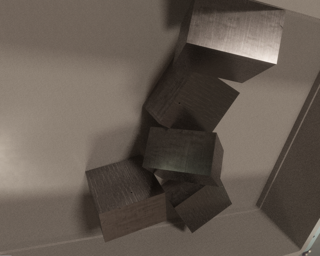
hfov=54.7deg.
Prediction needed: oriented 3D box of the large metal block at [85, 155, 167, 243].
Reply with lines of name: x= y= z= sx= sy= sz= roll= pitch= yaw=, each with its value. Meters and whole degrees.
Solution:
large metal block: x=-0.045 y=0.088 z=0.402 sx=0.081 sy=0.080 sz=0.050 roll=-15 pitch=125 yaw=-17

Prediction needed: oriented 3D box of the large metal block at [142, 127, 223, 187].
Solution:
large metal block: x=0.033 y=0.038 z=0.392 sx=0.080 sy=0.080 sz=0.050 roll=49 pitch=49 yaw=-65

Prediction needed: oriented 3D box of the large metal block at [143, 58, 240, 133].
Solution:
large metal block: x=0.039 y=-0.036 z=0.393 sx=0.080 sy=0.050 sz=0.080 roll=24 pitch=105 yaw=-37

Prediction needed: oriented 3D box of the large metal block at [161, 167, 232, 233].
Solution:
large metal block: x=0.058 y=0.107 z=0.493 sx=0.080 sy=0.050 sz=0.080 roll=-34 pitch=129 yaw=-6

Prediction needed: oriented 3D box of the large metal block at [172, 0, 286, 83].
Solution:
large metal block: x=0.062 y=-0.085 z=0.305 sx=0.081 sy=0.080 sz=0.050 roll=12 pitch=85 yaw=-6
